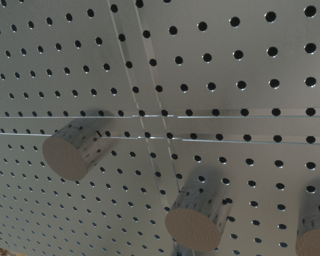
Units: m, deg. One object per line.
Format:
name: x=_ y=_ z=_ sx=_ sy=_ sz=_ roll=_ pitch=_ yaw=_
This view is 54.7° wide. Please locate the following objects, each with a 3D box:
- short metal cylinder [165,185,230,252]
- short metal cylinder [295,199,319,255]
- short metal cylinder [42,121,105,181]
short metal cylinder: x=0.054 y=0.129 z=0.446 sx=0.080 sy=0.050 sz=0.079 roll=13 pitch=124 yaw=20
short metal cylinder: x=0.206 y=0.131 z=0.367 sx=0.080 sy=0.050 sz=0.079 roll=13 pitch=124 yaw=20
short metal cylinder: x=-0.135 y=0.036 z=0.486 sx=0.080 sy=0.050 sz=0.079 roll=13 pitch=124 yaw=20
